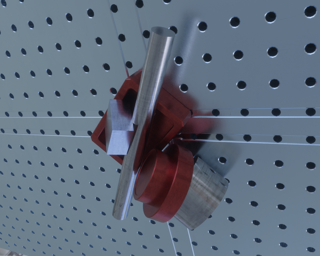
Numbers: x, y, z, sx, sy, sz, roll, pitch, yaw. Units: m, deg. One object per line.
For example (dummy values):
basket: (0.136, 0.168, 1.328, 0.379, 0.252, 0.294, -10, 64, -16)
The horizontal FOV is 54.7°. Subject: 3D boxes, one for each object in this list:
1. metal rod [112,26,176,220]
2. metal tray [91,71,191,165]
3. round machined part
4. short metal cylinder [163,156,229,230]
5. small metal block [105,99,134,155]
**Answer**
metal rod: (-0.030, 0.019, 0.398, 0.025, 0.025, 0.298, 25, 127, 12)
metal tray: (-0.030, -0.001, 0.421, 0.090, 0.030, 0.129, 40, 129, 0)
round machined part: (-0.001, 0.064, 0.389, 0.042, 0.098, 0.097, 24, 130, -14)
short metal cylinder: (0.043, 0.083, 0.402, 0.050, 0.080, 0.080, 40, 129, 1)
small metal block: (-0.053, -0.001, 0.393, 0.025, 0.050, 0.050, 2, 140, -18)
